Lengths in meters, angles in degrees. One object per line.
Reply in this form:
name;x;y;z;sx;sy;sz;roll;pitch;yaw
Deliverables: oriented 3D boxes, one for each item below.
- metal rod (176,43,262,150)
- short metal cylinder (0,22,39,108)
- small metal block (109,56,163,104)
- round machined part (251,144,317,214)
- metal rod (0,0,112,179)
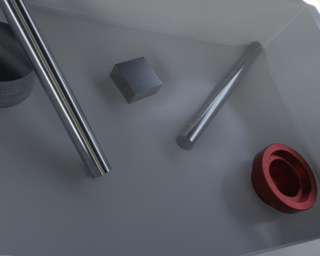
metal rod;0.110;-0.067;0.508;0.025;0.025;0.301;42;51;0
short metal cylinder;-0.177;-0.069;0.336;0.081;0.050;0.080;14;56;-21
small metal block;-0.033;-0.067;0.430;0.050;0.025;0.050;-26;76;-37
round machined part;0.171;0.075;0.444;0.099;0.042;0.098;14;56;-21
metal rod;-0.128;-0.083;0.317;0.025;0.025;0.299;-34;103;-38
